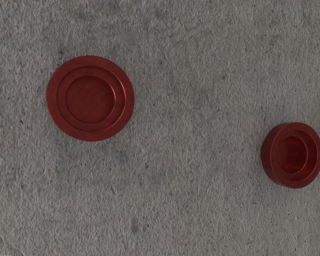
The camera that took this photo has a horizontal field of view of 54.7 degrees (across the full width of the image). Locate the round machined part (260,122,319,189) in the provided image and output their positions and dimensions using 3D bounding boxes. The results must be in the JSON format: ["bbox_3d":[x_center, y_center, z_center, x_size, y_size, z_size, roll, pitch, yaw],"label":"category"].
[{"bbox_3d":[0.194,0.040,0.471,0.099,0.042,0.097,0,90,-20],"label":"round machined part"}]

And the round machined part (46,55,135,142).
[{"bbox_3d":[-0.083,-0.033,0.369,0.099,0.042,0.097,0,90,-20],"label":"round machined part"}]
